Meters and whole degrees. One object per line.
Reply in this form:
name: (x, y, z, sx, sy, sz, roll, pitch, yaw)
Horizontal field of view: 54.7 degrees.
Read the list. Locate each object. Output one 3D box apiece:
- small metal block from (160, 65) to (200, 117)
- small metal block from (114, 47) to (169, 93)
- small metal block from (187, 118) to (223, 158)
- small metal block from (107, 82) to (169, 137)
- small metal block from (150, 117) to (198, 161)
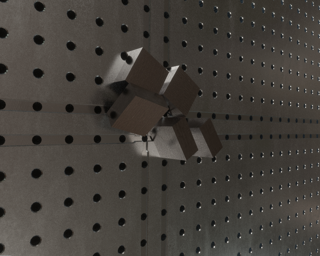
small metal block: (0.023, -0.050, 0.430, 0.050, 0.025, 0.050, 42, 64, -32)
small metal block: (-0.022, -0.064, 0.392, 0.050, 0.025, 0.050, 38, 67, -34)
small metal block: (0.054, 0.013, 0.441, 0.025, 0.050, 0.050, -42, 116, -32)
small metal block: (-0.027, -0.021, 0.370, 0.050, 0.050, 0.025, 19, 34, -39)
small metal block: (0.016, 0.013, 0.409, 0.025, 0.050, 0.050, -37, 113, -34)
